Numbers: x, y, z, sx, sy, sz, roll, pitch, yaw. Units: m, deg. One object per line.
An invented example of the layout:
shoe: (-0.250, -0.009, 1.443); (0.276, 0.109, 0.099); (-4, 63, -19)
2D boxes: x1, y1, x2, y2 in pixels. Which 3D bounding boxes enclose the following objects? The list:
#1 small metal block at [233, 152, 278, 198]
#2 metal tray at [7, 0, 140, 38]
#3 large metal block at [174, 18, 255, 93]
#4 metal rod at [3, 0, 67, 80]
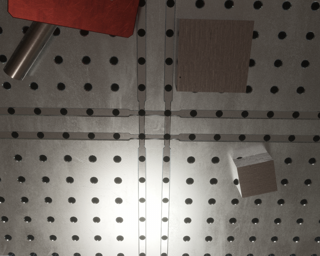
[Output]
small metal block: (0.135, 0.067, 0.440); (0.050, 0.025, 0.050); (-13, 110, 4)
metal tray: (-0.087, -0.154, 0.328); (0.131, 0.030, 0.089); (5, 119, -20)
large metal block: (0.060, -0.087, 0.369); (0.081, 0.050, 0.079); (1, 110, -1)
metal rod: (-0.089, -0.177, 0.346); (0.025, 0.025, 0.299); (37, 106, -13)
